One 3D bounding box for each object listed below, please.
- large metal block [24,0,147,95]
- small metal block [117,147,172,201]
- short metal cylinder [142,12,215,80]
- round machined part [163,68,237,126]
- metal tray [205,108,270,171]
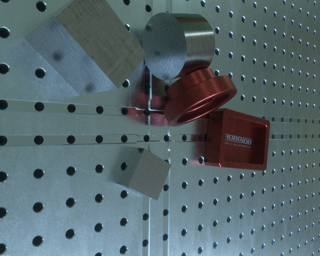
[{"bbox_3d":[-0.075,-0.082,0.310,0.080,0.080,0.050,50,61,-29],"label":"large metal block"},{"bbox_3d":[-0.019,0.058,0.393,0.050,0.025,0.050,35,69,-35],"label":"small metal block"},{"bbox_3d":[0.022,-0.103,0.391,0.050,0.080,0.079,-17,101,-39],"label":"short metal cylinder"},{"bbox_3d":[0.047,-0.043,0.408,0.099,0.098,0.042,-17,75,-39],"label":"round machined part"},{"bbox_3d":[0.132,0.022,0.516,0.131,0.030,0.090,10,83,-40],"label":"metal tray"}]
